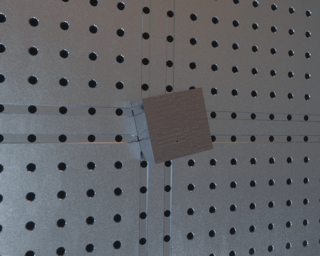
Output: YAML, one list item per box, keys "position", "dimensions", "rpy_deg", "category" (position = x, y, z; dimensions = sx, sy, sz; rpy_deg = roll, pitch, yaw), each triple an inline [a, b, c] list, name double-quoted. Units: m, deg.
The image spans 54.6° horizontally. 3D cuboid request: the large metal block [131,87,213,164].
- position: [0.015, -0.004, 0.404]
  dimensions: [0.081, 0.050, 0.080]
  rpy_deg: [-13, 95, -20]
  category: "large metal block"
